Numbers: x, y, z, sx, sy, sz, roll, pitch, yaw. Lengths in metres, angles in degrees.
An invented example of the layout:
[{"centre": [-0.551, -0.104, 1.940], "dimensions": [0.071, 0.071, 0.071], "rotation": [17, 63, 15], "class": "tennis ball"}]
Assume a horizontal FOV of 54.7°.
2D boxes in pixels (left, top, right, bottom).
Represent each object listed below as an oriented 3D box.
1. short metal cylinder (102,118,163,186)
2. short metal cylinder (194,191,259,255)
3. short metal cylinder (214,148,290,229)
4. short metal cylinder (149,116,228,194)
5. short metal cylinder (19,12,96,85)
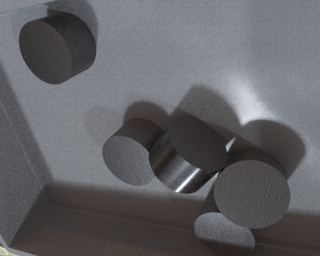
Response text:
[{"centre": [-0.032, 0.033, 0.430], "dimensions": [0.080, 0.050, 0.079], "rotation": [13, 124, 21], "class": "short metal cylinder"}, {"centre": [0.093, 0.129, 0.423], "dimensions": [0.080, 0.050, 0.079], "rotation": [13, 124, 21], "class": "short metal cylinder"}, {"centre": [0.106, 0.069, 0.362], "dimensions": [0.080, 0.050, 0.079], "rotation": [3, 102, 15], "class": "short metal cylinder"}, {"centre": [0.034, 0.032, 0.375], "dimensions": [0.080, 0.080, 0.050], "rotation": [38, 129, 2], "class": "short metal cylinder"}, {"centre": [-0.130, -0.102, 0.398], "dimensions": [0.080, 0.050, 0.079], "rotation": [13, 124, 21], "class": "short metal cylinder"}]
